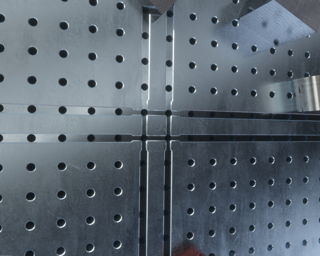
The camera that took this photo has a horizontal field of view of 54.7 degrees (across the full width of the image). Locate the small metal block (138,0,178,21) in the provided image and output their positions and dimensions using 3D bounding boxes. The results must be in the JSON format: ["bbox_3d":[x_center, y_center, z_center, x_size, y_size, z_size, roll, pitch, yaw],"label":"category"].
[{"bbox_3d":[-0.002,-0.181,0.411,0.050,0.025,0.050,46,76,-15],"label":"small metal block"}]

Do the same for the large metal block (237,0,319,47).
[{"bbox_3d":[0.175,-0.169,0.447,0.080,0.080,0.050,27,81,-18],"label":"large metal block"}]

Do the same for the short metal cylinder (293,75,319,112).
[{"bbox_3d":[0.250,-0.056,0.475,0.081,0.080,0.050,-10,94,-20],"label":"short metal cylinder"}]
